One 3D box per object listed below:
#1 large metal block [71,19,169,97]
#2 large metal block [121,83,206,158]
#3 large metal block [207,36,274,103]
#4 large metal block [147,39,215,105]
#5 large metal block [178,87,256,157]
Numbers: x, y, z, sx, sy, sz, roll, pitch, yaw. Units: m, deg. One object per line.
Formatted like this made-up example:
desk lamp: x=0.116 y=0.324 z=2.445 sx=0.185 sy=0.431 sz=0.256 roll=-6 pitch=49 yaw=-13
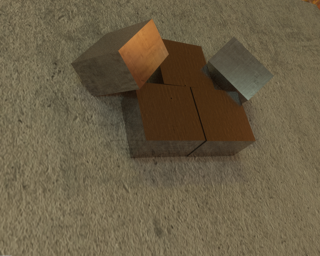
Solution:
large metal block: x=-0.048 y=-0.087 z=0.389 sx=0.080 sy=0.080 sz=0.050 roll=-56 pitch=130 yaw=-39
large metal block: x=0.002 y=-0.009 z=0.396 sx=0.081 sy=0.050 sz=0.080 roll=1 pitch=61 yaw=-28
large metal block: x=0.118 y=-0.084 z=0.479 sx=0.050 sy=0.080 sz=0.080 roll=-44 pitch=86 yaw=1
large metal block: x=0.023 y=-0.079 z=0.452 sx=0.081 sy=0.050 sz=0.080 roll=3 pitch=61 yaw=-27
large metal block: x=0.075 y=-0.007 z=0.433 sx=0.081 sy=0.050 sz=0.080 roll=1 pitch=61 yaw=-28
